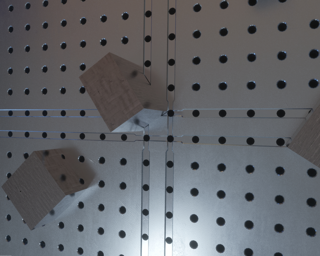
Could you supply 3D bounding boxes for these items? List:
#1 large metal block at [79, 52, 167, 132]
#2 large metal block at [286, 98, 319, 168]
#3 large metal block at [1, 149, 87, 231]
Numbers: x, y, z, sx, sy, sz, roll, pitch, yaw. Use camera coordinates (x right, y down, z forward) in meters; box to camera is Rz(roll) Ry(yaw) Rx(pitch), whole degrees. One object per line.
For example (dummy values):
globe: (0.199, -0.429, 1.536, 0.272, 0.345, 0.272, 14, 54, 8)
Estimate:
large metal block: (-0.044, -0.042, 0.400, 0.050, 0.080, 0.080, -35, 79, 17)
large metal block: (0.195, 0.009, 0.330, 0.080, 0.050, 0.080, 36, 101, 16)
large metal block: (-0.172, 0.089, 0.461, 0.080, 0.050, 0.080, -44, 76, 14)
